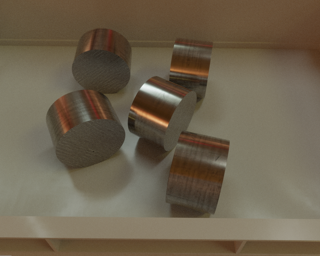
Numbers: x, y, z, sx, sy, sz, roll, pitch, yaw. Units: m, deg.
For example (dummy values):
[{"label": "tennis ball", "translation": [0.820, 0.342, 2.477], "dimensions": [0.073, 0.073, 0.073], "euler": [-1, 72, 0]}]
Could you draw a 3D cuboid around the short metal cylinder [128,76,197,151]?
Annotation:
[{"label": "short metal cylinder", "translation": [0.004, -0.018, 0.385], "dimensions": [0.050, 0.080, 0.080], "euler": [26, 55, 20]}]

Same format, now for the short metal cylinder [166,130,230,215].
[{"label": "short metal cylinder", "translation": [0.041, 0.047, 0.331], "dimensions": [0.050, 0.080, 0.080], "euler": [12, 51, 10]}]

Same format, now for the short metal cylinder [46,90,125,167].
[{"label": "short metal cylinder", "translation": [-0.088, 0.001, 0.367], "dimensions": [0.081, 0.080, 0.050], "euler": [-19, 53, -16]}]

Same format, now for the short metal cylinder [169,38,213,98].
[{"label": "short metal cylinder", "translation": [0.044, -0.085, 0.441], "dimensions": [0.050, 0.080, 0.080], "euler": [8, 51, 7]}]

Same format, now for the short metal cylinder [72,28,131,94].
[{"label": "short metal cylinder", "translation": [-0.082, -0.096, 0.449], "dimensions": [0.081, 0.080, 0.050], "euler": [0, 50, -1]}]
